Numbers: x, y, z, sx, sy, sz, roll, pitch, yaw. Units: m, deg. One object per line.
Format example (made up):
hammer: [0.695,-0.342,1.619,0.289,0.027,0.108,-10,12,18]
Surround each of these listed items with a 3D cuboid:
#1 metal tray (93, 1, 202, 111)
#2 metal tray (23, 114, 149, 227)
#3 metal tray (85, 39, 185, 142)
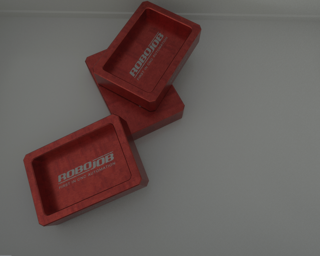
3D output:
metal tray: [-0.015,-0.098,0.409,0.090,0.030,0.130,29,72,9]
metal tray: [-0.090,0.050,0.369,0.130,0.030,0.090,-25,72,7]
metal tray: [-0.035,-0.056,0.427,0.091,0.030,0.130,-25,72,-9]
